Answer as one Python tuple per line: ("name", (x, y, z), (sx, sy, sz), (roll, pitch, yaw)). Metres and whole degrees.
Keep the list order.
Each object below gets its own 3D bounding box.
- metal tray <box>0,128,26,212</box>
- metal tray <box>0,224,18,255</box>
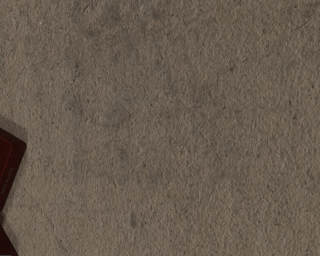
("metal tray", (-0.280, 0.065, 0.502), (0.090, 0.030, 0.129), (26, 98, 17))
("metal tray", (-0.306, 0.213, 0.511), (0.130, 0.030, 0.090), (-39, 78, 15))
